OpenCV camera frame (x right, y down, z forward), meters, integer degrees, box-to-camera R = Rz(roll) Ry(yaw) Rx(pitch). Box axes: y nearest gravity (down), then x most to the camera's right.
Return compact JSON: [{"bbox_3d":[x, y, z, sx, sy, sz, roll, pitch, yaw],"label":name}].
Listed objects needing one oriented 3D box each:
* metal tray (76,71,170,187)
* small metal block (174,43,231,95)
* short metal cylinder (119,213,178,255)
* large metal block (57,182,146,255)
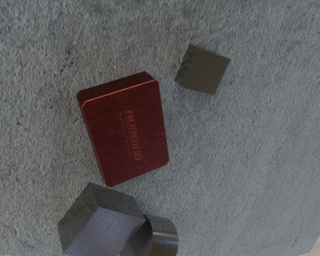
[{"bbox_3d":[-0.041,0.004,0.385,0.091,0.030,0.129,-20,127,-17],"label":"metal tray"},{"bbox_3d":[0.054,-0.073,0.393,0.050,0.025,0.050,8,114,-32],"label":"small metal block"},{"bbox_3d":[-0.018,0.173,0.470,0.050,0.080,0.080,23,106,-37],"label":"short metal cylinder"},{"bbox_3d":[-0.081,0.131,0.429,0.080,0.050,0.080,30,102,-38],"label":"large metal block"}]
